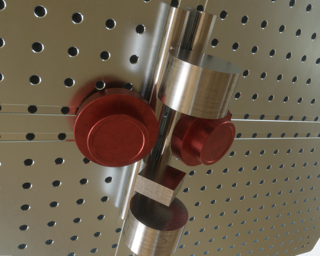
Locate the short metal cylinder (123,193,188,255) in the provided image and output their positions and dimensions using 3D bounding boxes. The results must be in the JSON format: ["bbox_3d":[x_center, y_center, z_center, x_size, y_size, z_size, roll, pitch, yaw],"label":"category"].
[{"bbox_3d":[-0.007,0.130,0.424,0.081,0.080,0.050,1,118,-29],"label":"short metal cylinder"}]

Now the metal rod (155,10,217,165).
[{"bbox_3d":[0.018,-0.002,0.418,0.025,0.025,0.298,1,118,-29],"label":"metal rod"}]

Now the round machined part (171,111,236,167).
[{"bbox_3d":[0.065,0.012,0.426,0.099,0.042,0.097,-26,134,-30],"label":"round machined part"}]

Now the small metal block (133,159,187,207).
[{"bbox_3d":[0.001,0.071,0.409,0.050,0.050,0.025,-39,148,-61],"label":"small metal block"}]

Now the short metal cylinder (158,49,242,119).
[{"bbox_3d":[0.042,-0.050,0.339,0.081,0.080,0.050,1,118,-29],"label":"short metal cylinder"}]

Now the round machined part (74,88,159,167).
[{"bbox_3d":[-0.049,0.006,0.361,0.099,0.042,0.097,-6,119,-10],"label":"round machined part"}]

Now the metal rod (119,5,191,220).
[{"bbox_3d":[-0.013,-0.001,0.402,0.025,0.025,0.298,1,118,-29],"label":"metal rod"}]
